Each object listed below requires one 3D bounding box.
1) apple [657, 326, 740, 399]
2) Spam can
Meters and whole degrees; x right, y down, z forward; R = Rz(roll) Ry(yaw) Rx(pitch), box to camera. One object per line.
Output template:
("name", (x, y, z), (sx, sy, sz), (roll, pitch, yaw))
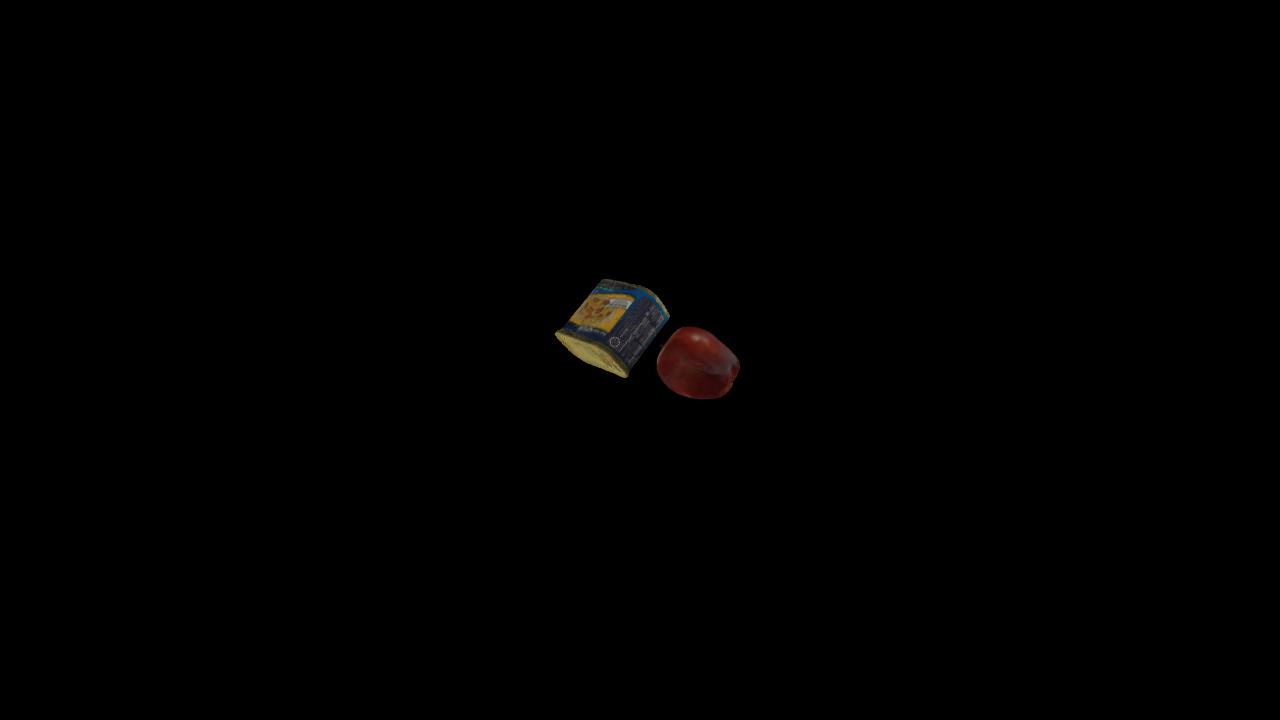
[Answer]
("apple", (0.063, 0.005, 0.695), (0.093, 0.079, 0.079), (30, 9, 16))
("Spam can", (-0.030, -0.038, 0.670), (0.101, 0.085, 0.058), (20, -23, 47))
